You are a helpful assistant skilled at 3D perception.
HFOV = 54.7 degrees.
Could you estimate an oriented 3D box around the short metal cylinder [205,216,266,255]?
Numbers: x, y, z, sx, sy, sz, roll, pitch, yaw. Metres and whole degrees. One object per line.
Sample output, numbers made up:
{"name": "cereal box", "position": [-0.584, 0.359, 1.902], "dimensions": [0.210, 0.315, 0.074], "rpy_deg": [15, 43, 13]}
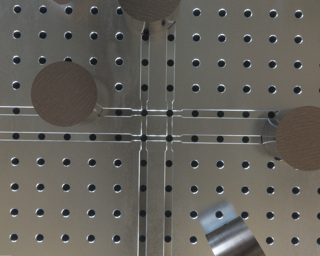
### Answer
{"name": "short metal cylinder", "position": [0.099, 0.158, 0.387], "dimensions": [0.050, 0.080, 0.080], "rpy_deg": [-29, 90, 0]}

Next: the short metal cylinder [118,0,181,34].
{"name": "short metal cylinder", "position": [-0.013, -0.169, 0.400], "dimensions": [0.081, 0.050, 0.079], "rpy_deg": [0, 90, 0]}

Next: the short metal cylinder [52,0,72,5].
{"name": "short metal cylinder", "position": [-0.127, -0.204, 0.385], "dimensions": [0.050, 0.080, 0.080], "rpy_deg": [36, 90, 0]}

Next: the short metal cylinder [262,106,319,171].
{"name": "short metal cylinder", "position": [0.181, 0.013, 0.402], "dimensions": [0.081, 0.050, 0.079], "rpy_deg": [0, 90, 0]}

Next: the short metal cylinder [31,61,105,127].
{"name": "short metal cylinder", "position": [-0.116, -0.041, 0.400], "dimensions": [0.081, 0.050, 0.079], "rpy_deg": [0, 90, 0]}
